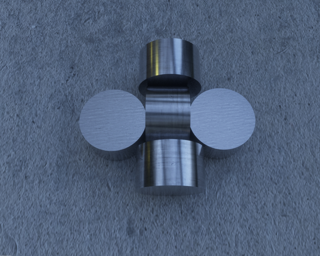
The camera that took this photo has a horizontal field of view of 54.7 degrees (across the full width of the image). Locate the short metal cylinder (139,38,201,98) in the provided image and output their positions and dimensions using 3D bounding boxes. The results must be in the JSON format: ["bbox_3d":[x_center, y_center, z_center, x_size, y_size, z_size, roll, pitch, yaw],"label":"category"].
[{"bbox_3d":[0.013,-0.073,0.407,0.081,0.080,0.050,0,70,0],"label":"short metal cylinder"}]

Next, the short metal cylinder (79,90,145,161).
[{"bbox_3d":[-0.057,-0.002,0.396,0.081,0.050,0.080,0,70,-1],"label":"short metal cylinder"}]

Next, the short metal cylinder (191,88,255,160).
[{"bbox_3d":[0.075,-0.004,0.397,0.080,0.050,0.080,0,70,0],"label":"short metal cylinder"}]

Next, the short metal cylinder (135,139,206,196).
[{"bbox_3d":[0.012,0.049,0.363,0.081,0.080,0.050,0,70,0],"label":"short metal cylinder"}]

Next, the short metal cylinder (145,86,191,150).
[{"bbox_3d":[0.009,-0.012,0.385,0.050,0.080,0.080,0,70,0],"label":"short metal cylinder"}]
